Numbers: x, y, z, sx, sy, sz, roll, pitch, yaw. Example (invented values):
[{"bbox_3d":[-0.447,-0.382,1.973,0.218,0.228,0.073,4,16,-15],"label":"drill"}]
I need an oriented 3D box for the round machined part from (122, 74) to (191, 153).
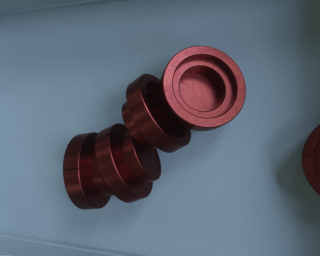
[{"bbox_3d":[-0.008,-0.013,0.374,0.042,0.098,0.098,-32,80,25],"label":"round machined part"}]

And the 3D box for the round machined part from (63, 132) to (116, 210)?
[{"bbox_3d":[-0.078,0.054,0.398,0.042,0.098,0.097,-8,88,15],"label":"round machined part"}]

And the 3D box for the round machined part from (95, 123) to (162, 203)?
[{"bbox_3d":[-0.033,0.039,0.382,0.042,0.098,0.098,-24,82,18],"label":"round machined part"}]

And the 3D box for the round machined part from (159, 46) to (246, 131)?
[{"bbox_3d":[0.047,-0.044,0.369,0.099,0.042,0.098,2,78,-11],"label":"round machined part"}]

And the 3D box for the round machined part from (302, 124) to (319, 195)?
[{"bbox_3d":[0.204,0.033,0.326,0.098,0.042,0.097,0,90,26],"label":"round machined part"}]
